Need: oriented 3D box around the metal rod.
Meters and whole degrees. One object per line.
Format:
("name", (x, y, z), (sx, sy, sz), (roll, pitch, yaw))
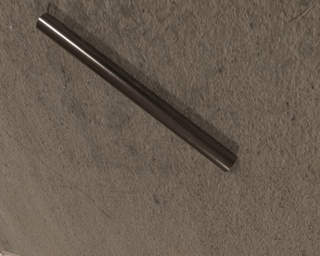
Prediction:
("metal rod", (-0.030, -0.046, 0.392), (0.300, 0.025, 0.025), (37, 129, 2))
